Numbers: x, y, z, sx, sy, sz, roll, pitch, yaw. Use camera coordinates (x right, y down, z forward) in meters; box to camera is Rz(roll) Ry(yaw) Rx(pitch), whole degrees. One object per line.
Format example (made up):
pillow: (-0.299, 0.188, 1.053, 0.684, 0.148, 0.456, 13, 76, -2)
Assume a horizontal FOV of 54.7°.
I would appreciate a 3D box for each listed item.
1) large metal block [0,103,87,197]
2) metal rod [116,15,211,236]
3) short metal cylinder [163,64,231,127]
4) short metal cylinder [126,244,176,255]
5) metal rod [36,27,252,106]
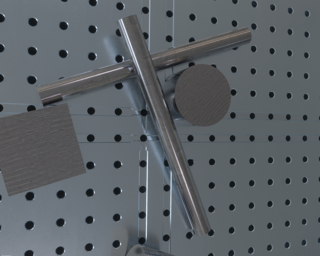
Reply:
large metal block: (-0.136, 0.021, 0.349, 0.081, 0.050, 0.080, -16, 96, -19)
metal rod: (0.010, 0.007, 0.399, 0.025, 0.025, 0.298, -25, 105, -18)
short metal cylinder: (0.047, -0.042, 0.417, 0.081, 0.050, 0.079, 0, 90, -20)
short metal cylinder: (-0.015, 0.190, 0.379, 0.050, 0.080, 0.080, 25, 82, -19)
metal rod: (-0.006, -0.087, 0.410, 0.302, 0.025, 0.025, -21, 97, -19)
